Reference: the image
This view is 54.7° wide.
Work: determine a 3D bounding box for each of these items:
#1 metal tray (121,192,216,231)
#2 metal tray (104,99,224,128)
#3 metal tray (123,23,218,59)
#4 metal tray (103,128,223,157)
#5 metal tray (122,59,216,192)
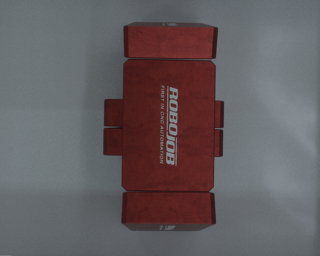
[{"bbox_3d":[0.008,0.099,0.356,0.091,0.130,0.030,0,69,-1],"label":"metal tray"},{"bbox_3d":[0.005,-0.016,0.378,0.131,0.090,0.030,1,90,0],"label":"metal tray"},{"bbox_3d":[0.010,-0.104,0.357,0.091,0.130,0.030,1,111,0],"label":"metal tray"},{"bbox_3d":[0.004,0.015,0.378,0.131,0.090,0.030,1,90,0],"label":"metal tray"},{"bbox_3d":[0.008,-0.002,0.317,0.091,0.030,0.129,1,90,-1],"label":"metal tray"}]
